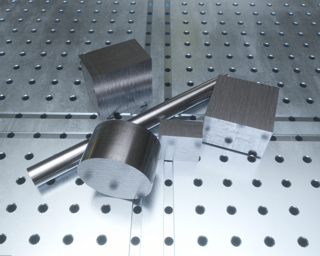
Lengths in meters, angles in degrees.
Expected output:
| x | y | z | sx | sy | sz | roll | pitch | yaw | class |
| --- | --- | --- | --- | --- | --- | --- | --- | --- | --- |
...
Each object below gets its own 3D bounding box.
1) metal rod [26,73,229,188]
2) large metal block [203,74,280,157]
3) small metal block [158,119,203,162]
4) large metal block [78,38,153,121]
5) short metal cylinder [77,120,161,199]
| x | y | z | sx | sy | sz | roll | pitch | yaw | class |
| --- | --- | --- | --- | --- | --- | --- | --- | --- | --- |
| -0.024 | -0.007 | 0.413 | 0.302 | 0.025 | 0.025 | -28 | 56 | -22 | metal rod |
| 0.104 | -0.018 | 0.404 | 0.080 | 0.050 | 0.080 | 15 | 52 | 12 | large metal block |
| 0.024 | 0.016 | 0.378 | 0.050 | 0.050 | 0.025 | 4 | 50 | 3 | small metal block |
| -0.058 | -0.066 | 0.428 | 0.081 | 0.080 | 0.050 | -23 | 54 | -18 | large metal block |
| -0.043 | 0.036 | 0.340 | 0.080 | 0.080 | 0.050 | 9 | 51 | 7 | short metal cylinder |
